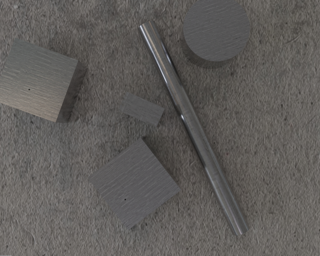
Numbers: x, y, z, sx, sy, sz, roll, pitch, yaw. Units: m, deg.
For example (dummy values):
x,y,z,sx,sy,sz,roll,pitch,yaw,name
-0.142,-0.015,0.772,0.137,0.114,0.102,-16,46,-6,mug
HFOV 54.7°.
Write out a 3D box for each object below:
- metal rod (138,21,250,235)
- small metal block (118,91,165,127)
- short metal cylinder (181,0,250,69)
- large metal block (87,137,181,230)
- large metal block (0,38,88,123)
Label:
x,y,z,sx,sy,sz,roll,pitch,yaw,name
0.045,0.000,0.410,0.025,0.025,0.299,-25,90,0,metal rod
-0.022,-0.023,0.397,0.050,0.050,0.025,24,90,0,small metal block
0.068,-0.120,0.398,0.081,0.050,0.080,0,90,0,short metal cylinder
-0.031,0.067,0.397,0.080,0.050,0.080,-37,90,0,large metal block
-0.149,-0.058,0.396,0.080,0.050,0.080,20,90,0,large metal block
